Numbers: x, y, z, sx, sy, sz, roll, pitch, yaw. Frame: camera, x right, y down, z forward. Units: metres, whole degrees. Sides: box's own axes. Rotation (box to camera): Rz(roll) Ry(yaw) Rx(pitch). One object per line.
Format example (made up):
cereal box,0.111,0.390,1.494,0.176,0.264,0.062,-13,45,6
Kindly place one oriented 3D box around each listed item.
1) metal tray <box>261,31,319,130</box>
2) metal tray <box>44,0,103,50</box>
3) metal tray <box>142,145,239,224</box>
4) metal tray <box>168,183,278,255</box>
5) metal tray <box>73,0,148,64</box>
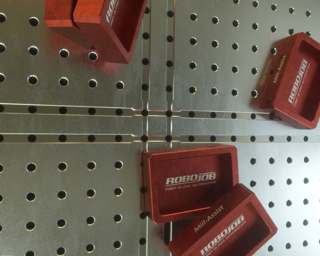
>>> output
metal tray,0.223,-0.073,0.491,0.090,0.030,0.130,25,82,-18
metal tray,-0.083,-0.163,0.346,0.030,0.090,0.129,4,89,16
metal tray,0.045,0.073,0.426,0.131,0.030,0.090,-4,92,-20
metal tray,0.087,0.148,0.419,0.130,0.030,0.090,-40,117,-5
metal tray,-0.046,-0.150,0.350,0.030,0.090,0.130,9,75,17
